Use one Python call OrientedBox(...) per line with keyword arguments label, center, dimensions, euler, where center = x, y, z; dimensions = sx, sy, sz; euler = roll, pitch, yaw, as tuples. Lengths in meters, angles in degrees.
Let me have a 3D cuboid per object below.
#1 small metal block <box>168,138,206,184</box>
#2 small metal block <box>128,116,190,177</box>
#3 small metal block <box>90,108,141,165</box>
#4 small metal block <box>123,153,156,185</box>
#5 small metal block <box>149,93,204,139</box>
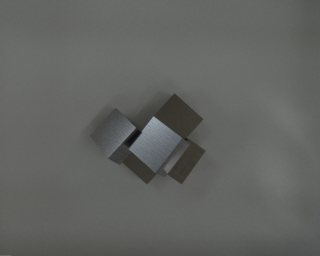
OrientedBox(label="small metal block", center=(0.030, 0.040, 0.398), dimensions=(0.025, 0.050, 0.050), euler=(35, 90, -1))
OrientedBox(label="small metal block", center=(-0.001, 0.022, 0.373), dimensions=(0.050, 0.025, 0.050), euler=(38, 90, 33))
OrientedBox(label="small metal block", center=(-0.054, 0.010, 0.397), dimensions=(0.050, 0.025, 0.050), euler=(-48, 52, 0))
OrientedBox(label="small metal block", center=(-0.018, 0.037, 0.409), dimensions=(0.050, 0.025, 0.050), euler=(42, 90, -1))
OrientedBox(label="small metal block", center=(0.021, -0.010, 0.410), dimensions=(0.050, 0.025, 0.050), euler=(42, 90, -1))
